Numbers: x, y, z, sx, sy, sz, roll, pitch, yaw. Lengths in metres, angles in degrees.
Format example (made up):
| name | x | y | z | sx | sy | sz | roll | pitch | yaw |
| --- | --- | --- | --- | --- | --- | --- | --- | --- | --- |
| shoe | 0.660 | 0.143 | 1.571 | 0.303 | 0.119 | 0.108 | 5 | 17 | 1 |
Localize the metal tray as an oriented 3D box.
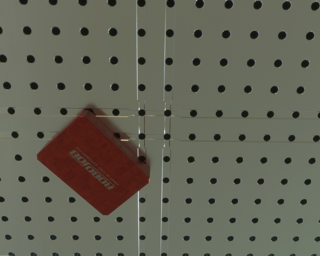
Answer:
| name | x | y | z | sx | sy | sz | roll | pitch | yaw |
| --- | --- | --- | --- | --- | --- | --- | --- | --- | --- |
| metal tray | -0.088 | 0.050 | 0.428 | 0.090 | 0.030 | 0.130 | -41 | 106 | 13 |
